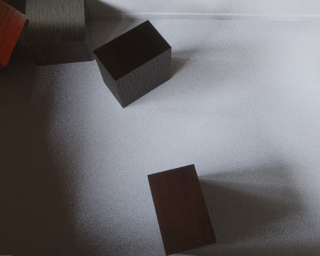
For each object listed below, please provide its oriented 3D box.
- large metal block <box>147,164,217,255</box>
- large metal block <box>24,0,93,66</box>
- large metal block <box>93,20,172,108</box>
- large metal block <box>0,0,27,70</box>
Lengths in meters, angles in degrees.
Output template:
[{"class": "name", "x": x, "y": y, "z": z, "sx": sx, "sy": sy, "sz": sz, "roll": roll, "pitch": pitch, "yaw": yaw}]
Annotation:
[{"class": "large metal block", "x": 0.021, "y": 0.093, "z": 0.346, "sx": 0.050, "sy": 0.080, "sz": 0.080, "roll": -13, "pitch": 71, "yaw": -5}, {"class": "large metal block", "x": -0.144, "y": -0.141, "z": 0.447, "sx": 0.081, "sy": 0.050, "sz": 0.080, "roll": -6, "pitch": 70, "yaw": -3}, {"class": "large metal block", "x": -0.033, "y": -0.081, "z": 0.410, "sx": 0.080, "sy": 0.080, "sz": 0.050, "roll": -34, "pitch": 74, "yaw": -11}, {"class": "large metal block", "x": -0.233, "y": -0.120, "z": 0.417, "sx": 0.080, "sy": 0.050, "sz": 0.080, "roll": -8, "pitch": 63, "yaw": 43}]
